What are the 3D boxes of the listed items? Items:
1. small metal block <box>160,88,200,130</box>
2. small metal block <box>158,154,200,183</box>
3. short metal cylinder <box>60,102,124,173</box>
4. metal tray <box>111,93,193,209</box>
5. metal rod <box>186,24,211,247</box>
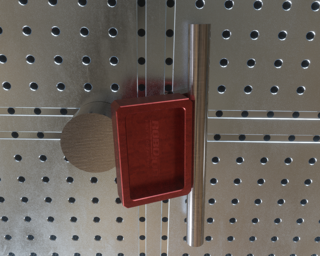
[{"bbox_3d":[0.031,-0.024,0.405,0.050,0.025,0.050,-14,110,4],"label":"small metal block"},{"bbox_3d":[0.021,0.059,0.434,0.050,0.025,0.050,37,106,-13],"label":"small metal block"},{"bbox_3d":[-0.081,0.011,0.402,0.081,0.050,0.079,0,110,-1],"label":"short metal cylinder"},{"bbox_3d":[-0.008,0.027,0.378,0.091,0.030,0.129,-9,112,-18],"label":"metal tray"},{"bbox_3d":[0.047,0.024,0.396,0.025,0.025,0.298,-1,110,0],"label":"metal rod"}]
